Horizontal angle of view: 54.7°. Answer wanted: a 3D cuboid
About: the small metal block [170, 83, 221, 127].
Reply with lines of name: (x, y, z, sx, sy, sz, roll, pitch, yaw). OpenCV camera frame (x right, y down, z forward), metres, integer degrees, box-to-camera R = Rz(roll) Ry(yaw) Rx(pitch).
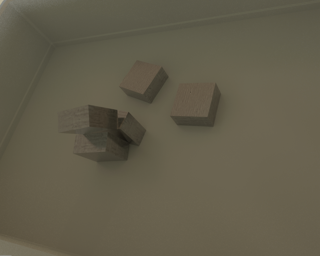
small metal block: (0.046, -0.030, 0.399, 0.050, 0.025, 0.050, 3, 63, 29)

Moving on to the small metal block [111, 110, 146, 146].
small metal block: (-0.055, -0.001, 0.418, 0.050, 0.050, 0.025, 10, 67, 32)

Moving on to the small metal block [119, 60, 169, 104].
small metal block: (-0.024, -0.069, 0.459, 0.050, 0.025, 0.050, 22, 73, 35)

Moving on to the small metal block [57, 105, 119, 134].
small metal block: (-0.087, -0.008, 0.375, 0.050, 0.050, 0.025, -9, 81, 31)

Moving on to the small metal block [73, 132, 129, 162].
small metal block: (-0.077, 0.026, 0.410, 0.050, 0.050, 0.025, -5, 70, 25)
